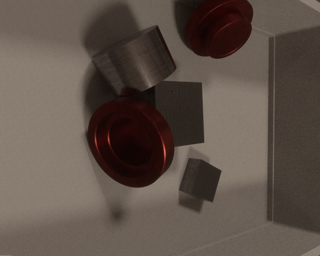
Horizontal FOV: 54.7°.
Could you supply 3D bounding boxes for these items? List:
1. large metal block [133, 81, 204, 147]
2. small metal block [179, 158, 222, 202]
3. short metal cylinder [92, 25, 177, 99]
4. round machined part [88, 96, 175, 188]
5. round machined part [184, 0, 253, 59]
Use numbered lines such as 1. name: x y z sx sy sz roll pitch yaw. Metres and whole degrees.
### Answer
1. large metal block: 0.010 -0.018 0.401 0.081 0.050 0.079 -5 93 -40
2. small metal block: 0.061 0.078 0.460 0.050 0.025 0.050 31 71 -36
3. short metal cylinder: -0.028 -0.075 0.349 0.080 0.080 0.050 -41 115 -33
4. round machined part: -0.028 0.012 0.341 0.042 0.098 0.097 -34 113 -55
5. round machined part: 0.087 -0.135 0.432 0.099 0.097 0.042 -3 55 -40
